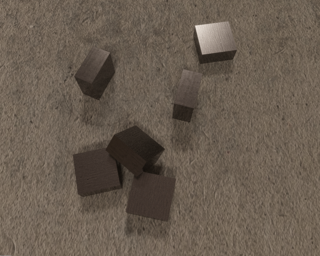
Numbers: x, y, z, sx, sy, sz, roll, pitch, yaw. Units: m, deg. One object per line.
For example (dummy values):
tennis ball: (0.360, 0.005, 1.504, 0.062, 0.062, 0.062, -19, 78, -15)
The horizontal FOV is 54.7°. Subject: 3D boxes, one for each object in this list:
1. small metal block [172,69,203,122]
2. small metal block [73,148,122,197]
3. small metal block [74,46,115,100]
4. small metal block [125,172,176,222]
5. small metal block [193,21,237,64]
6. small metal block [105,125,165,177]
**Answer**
small metal block: (0.036, -0.041, 0.410, 0.025, 0.050, 0.050, 14, 71, 5)
small metal block: (-0.078, 0.055, 0.387, 0.050, 0.025, 0.050, -12, 71, -5)
small metal block: (-0.087, -0.073, 0.421, 0.025, 0.050, 0.050, 23, 72, 8)
small metal block: (-0.010, 0.083, 0.378, 0.050, 0.025, 0.050, 11, 70, 4)
small metal block: (0.080, -0.125, 0.455, 0.050, 0.025, 0.050, -9, 70, -4)
small metal block: (-0.029, 0.027, 0.383, 0.050, 0.050, 0.025, 39, 117, 12)
